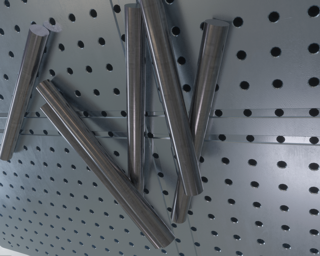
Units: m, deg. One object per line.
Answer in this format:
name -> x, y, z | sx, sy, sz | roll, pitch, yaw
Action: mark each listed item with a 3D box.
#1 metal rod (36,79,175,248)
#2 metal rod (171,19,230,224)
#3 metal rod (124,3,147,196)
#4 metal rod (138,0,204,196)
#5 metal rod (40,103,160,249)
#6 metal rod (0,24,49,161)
metal rod -> -0.081, 0.052, 0.461 | 0.300, 0.025, 0.025 | 51, 129, 1
metal rod -> 0.043, 0.016, 0.398 | 0.025, 0.025, 0.298 | 19, 126, 17
metal rod -> -0.033, -0.010, 0.422 | 0.025, 0.025, 0.298 | 16, 125, 19
metal rod -> 0.009, -0.058, 0.350 | 0.025, 0.025, 0.298 | -3, 111, 30
metal rod -> -0.088, 0.080, 0.507 | 0.025, 0.025, 0.300 | -29, 103, 38
metal rod -> -0.231, -0.039, 0.510 | 0.025, 0.025, 0.298 | 39, 129, 2
